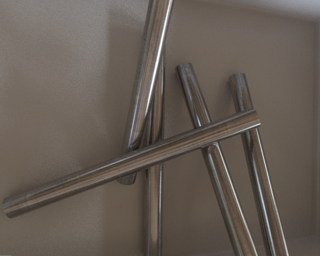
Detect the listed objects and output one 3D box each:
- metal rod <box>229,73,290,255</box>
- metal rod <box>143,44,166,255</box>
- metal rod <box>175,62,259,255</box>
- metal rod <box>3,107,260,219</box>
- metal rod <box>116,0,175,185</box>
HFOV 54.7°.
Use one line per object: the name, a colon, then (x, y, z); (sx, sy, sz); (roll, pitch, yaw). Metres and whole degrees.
metal rod: (0.126, 0.060, 0.393); (0.025, 0.025, 0.299); (5, 63, -20)
metal rod: (-0.007, 0.020, 0.408); (0.025, 0.025, 0.298); (1, 90, -20)
metal rod: (0.071, 0.052, 0.374); (0.025, 0.025, 0.299); (-8, 68, -20)
metal rod: (-0.029, 0.039, 0.358); (0.302, 0.025, 0.025); (-20, 97, -3)
metal rod: (-0.013, -0.067, 0.339); (0.025, 0.025, 0.298); (4, 115, -20)
